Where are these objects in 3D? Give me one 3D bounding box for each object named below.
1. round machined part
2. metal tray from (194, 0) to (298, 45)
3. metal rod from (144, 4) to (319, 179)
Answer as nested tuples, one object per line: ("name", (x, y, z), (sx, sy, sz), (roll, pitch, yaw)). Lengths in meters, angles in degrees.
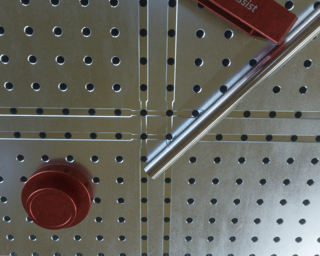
("round machined part", (-0.148, 0.105, 0.442), (0.099, 0.042, 0.097), (0, 110, 0))
("metal tray", (0.069, -0.138, 0.328), (0.131, 0.090, 0.030), (28, 108, -10))
("metal rod", (0.092, -0.037, 0.400), (0.025, 0.025, 0.299), (43, 104, -14))
